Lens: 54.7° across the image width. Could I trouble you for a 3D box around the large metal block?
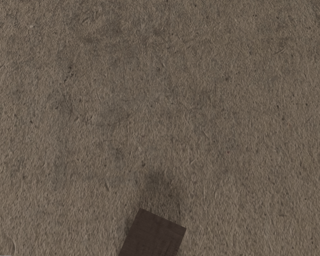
[{"bbox_3d":[-0.013,0.136,0.329,0.050,0.080,0.080,22,72,7],"label":"large metal block"}]
